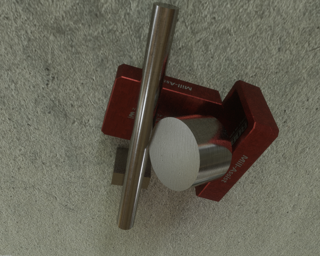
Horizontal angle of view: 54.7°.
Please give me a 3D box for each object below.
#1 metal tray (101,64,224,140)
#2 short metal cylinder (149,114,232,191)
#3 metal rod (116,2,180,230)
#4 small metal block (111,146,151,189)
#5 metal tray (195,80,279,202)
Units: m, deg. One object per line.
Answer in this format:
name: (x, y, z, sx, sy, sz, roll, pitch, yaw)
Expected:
metal tray: (0.001, -0.019, 0.388, 0.131, 0.030, 0.089, 14, 129, -12)
short metal cylinder: (0.032, 0.025, 0.347, 0.050, 0.080, 0.079, -7, 140, -39)
metal rod: (-0.022, 0.010, 0.366, 0.025, 0.025, 0.298, 8, 121, -7)
small metal block: (-0.040, 0.056, 0.439, 0.050, 0.050, 0.025, 10, 129, -9)
metal tray: (0.084, 0.018, 0.382, 0.030, 0.090, 0.129, 18, 128, -15)
